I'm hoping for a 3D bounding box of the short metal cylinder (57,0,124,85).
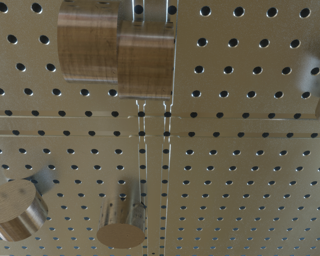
[{"bbox_3d":[-0.064,-0.083,0.304,0.050,0.080,0.079,2,130,-2],"label":"short metal cylinder"}]

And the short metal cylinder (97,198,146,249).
[{"bbox_3d":[-0.065,0.165,0.535,0.081,0.050,0.079,0,130,0],"label":"short metal cylinder"}]

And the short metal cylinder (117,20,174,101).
[{"bbox_3d":[-0.014,-0.068,0.318,0.050,0.080,0.079,2,130,-2],"label":"short metal cylinder"}]

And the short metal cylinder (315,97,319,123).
[{"bbox_3d":[0.228,-0.030,0.354,0.081,0.080,0.050,-2,130,1],"label":"short metal cylinder"}]

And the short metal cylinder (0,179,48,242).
[{"bbox_3d":[-0.223,0.127,0.480,0.080,0.080,0.050,-7,130,5],"label":"short metal cylinder"}]
